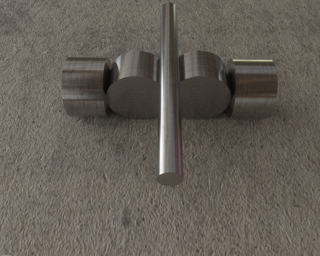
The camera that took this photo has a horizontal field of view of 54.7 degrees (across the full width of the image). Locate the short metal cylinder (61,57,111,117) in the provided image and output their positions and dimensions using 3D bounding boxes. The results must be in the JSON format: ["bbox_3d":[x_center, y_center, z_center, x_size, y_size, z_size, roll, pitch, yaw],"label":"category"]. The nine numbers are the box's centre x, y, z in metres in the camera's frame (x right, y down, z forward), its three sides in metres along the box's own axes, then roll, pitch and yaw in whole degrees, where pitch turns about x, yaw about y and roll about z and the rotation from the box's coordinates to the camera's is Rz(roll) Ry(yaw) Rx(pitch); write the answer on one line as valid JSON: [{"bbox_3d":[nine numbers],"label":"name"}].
[{"bbox_3d":[-0.094,-0.054,0.414,0.050,0.080,0.080,1,50,0],"label":"short metal cylinder"}]

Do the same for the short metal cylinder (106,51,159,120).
[{"bbox_3d":[-0.029,-0.055,0.416,0.080,0.080,0.050,1,50,0],"label":"short metal cylinder"}]

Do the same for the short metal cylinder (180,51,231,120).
[{"bbox_3d":[0.051,-0.056,0.416,0.080,0.080,0.050,1,50,0],"label":"short metal cylinder"}]

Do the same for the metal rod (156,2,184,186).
[{"bbox_3d":[0.012,-0.067,0.381,0.025,0.025,0.300,1,50,0],"label":"metal rod"}]

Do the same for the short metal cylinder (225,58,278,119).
[{"bbox_3d":[0.117,-0.052,0.414,0.050,0.080,0.080,1,50,0],"label":"short metal cylinder"}]
